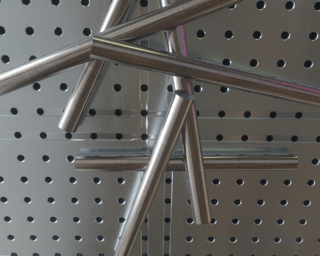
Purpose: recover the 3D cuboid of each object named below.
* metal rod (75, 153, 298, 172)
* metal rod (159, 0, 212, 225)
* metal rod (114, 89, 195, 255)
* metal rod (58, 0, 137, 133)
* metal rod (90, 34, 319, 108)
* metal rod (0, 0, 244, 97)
[{"bbox_3d":[0.036,0.048,0.431,0.302,0.025,0.025,0,110,0],"label":"metal rod"},{"bbox_3d":[0.033,-0.019,0.388,0.025,0.025,0.298,-9,103,3],"label":"metal rod"},{"bbox_3d":[-0.017,0.086,0.422,0.025,0.025,0.298,17,118,-6],"label":"metal rod"},{"bbox_3d":[-0.054,-0.125,0.366,0.025,0.025,0.298,26,108,-9],"label":"metal rod"},{"bbox_3d":[0.073,-0.061,0.362,0.302,0.025,0.025,9,110,-15],"label":"metal rod"},{"bbox_3d":[-0.057,-0.097,0.348,0.301,0.025,0.025,-19,109,9],"label":"metal rod"}]
